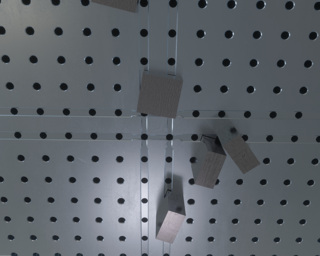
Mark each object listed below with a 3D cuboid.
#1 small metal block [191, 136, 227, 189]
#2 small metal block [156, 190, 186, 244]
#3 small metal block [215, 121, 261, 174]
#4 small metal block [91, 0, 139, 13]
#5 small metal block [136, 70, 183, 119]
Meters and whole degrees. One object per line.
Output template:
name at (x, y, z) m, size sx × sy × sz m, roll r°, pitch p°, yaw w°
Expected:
small metal block at (0.064, 0.045, 0.417) m, size 0.025 × 0.050 × 0.050 m, roll 16°, pitch 109°, yaw -6°
small metal block at (0.014, 0.128, 0.447) m, size 0.025 × 0.050 × 0.050 m, roll 19°, pitch 109°, yaw -7°
small metal block at (0.102, 0.025, 0.410) m, size 0.025 × 0.050 × 0.050 m, roll -35°, pitch 106°, yaw 12°
small metal block at (-0.047, -0.163, 0.353) m, size 0.050 × 0.025 × 0.050 m, roll 13°, pitch 110°, yaw -5°
small metal block at (-0.001, -0.043, 0.397) m, size 0.050 × 0.025 × 0.050 m, roll 9°, pitch 110°, yaw -4°
